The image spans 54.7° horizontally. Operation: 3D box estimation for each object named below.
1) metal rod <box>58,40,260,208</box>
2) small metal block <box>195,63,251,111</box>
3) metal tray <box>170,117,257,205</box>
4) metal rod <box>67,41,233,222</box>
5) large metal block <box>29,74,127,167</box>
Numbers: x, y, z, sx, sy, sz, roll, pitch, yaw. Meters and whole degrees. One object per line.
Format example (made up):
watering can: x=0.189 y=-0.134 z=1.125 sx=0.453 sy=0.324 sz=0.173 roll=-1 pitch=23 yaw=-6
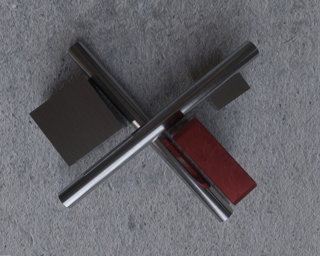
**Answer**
metal rod: x=-0.001 y=-0.005 z=0.386 sx=0.300 sy=0.025 sz=0.025 roll=-39 pitch=91 yaw=-1
small metal block: x=0.082 y=-0.057 z=0.412 sx=0.050 sy=0.025 sz=0.050 roll=-35 pitch=90 yaw=0
metal tray: x=0.053 y=0.032 z=0.359 sx=0.030 sy=0.130 sz=0.090 roll=-43 pitch=90 yaw=1
metal rod: x=-0.012 y=0.006 z=0.411 sx=0.025 sy=0.025 sz=0.300 roll=-42 pitch=91 yaw=0
large metal block: x=-0.101 y=-0.009 z=0.396 sx=0.080 sy=0.050 sz=0.080 roll=-37 pitch=90 yaw=0
